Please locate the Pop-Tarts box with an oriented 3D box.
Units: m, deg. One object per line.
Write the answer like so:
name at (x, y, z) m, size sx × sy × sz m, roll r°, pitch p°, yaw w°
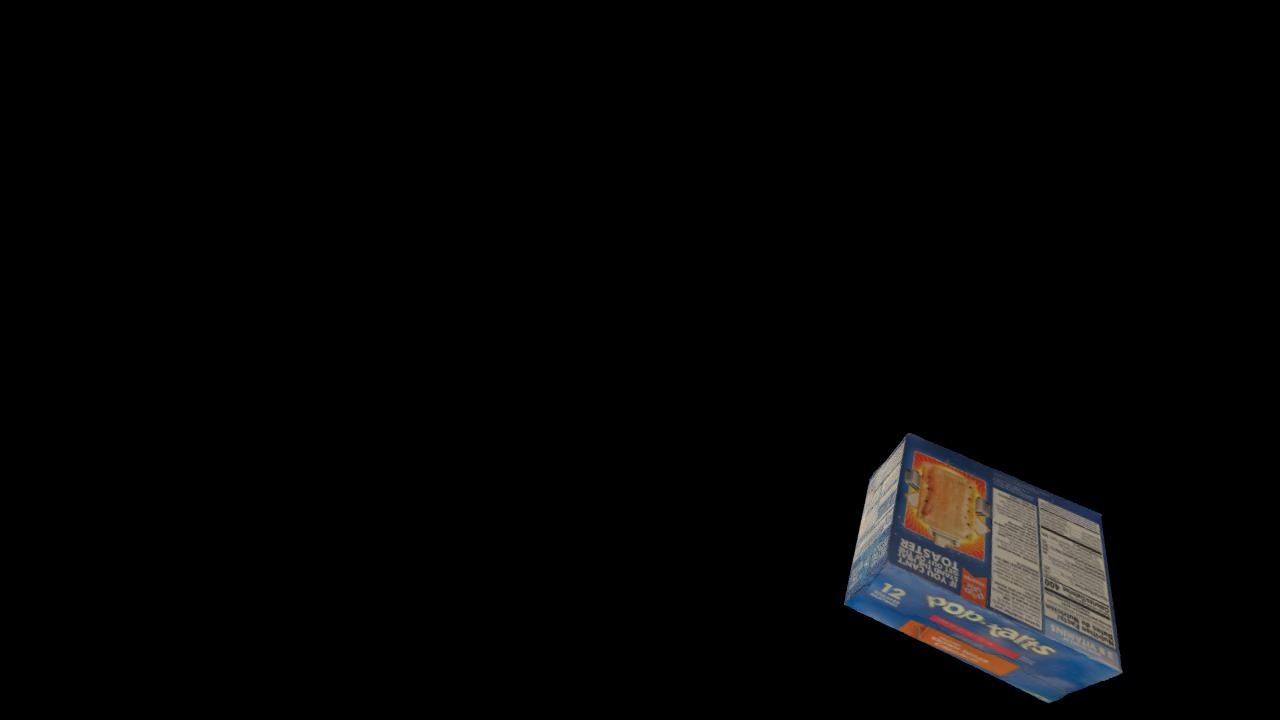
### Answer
Pop-Tarts box at (0.273, 0.163, 0.505) m, size 0.167 × 0.083 × 0.141 m, roll 23°, pitch 46°, yaw 11°
